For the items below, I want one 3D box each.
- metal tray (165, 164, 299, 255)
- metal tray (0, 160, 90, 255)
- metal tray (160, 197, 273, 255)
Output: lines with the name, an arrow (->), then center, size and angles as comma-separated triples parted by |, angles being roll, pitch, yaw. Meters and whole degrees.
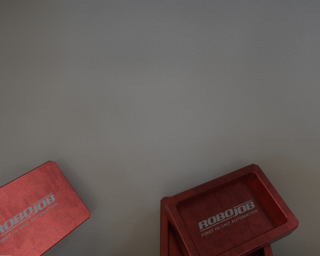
metal tray -> 0.082, 0.106, 0.369 | 0.131, 0.030, 0.090 | -19, 56, -15
metal tray -> -0.160, 0.108, 0.364 | 0.131, 0.030, 0.090 | -33, 87, -45
metal tray -> 0.066, 0.134, 0.385 | 0.131, 0.030, 0.090 | 1, 53, -1
